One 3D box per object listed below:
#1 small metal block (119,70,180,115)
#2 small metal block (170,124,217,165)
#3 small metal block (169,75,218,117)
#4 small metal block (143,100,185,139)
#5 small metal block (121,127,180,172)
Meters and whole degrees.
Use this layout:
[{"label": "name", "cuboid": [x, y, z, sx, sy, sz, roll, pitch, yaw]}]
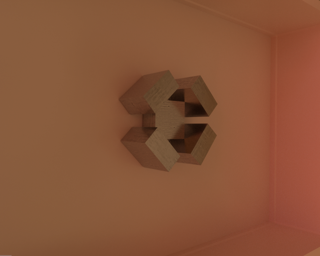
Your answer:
[{"label": "small metal block", "cuboid": [-0.013, -0.043, 0.376, 0.050, 0.050, 0.025, -49, 119, -28]}, {"label": "small metal block", "cuboid": [0.041, 0.021, 0.422, 0.025, 0.050, 0.050, 49, 60, -30]}, {"label": "small metal block", "cuboid": [0.042, -0.042, 0.422, 0.025, 0.050, 0.050, -53, 122, -28]}, {"label": "small metal block", "cuboid": [0.006, -0.011, 0.408, 0.050, 0.025, 0.050, 1, 90, -40]}, {"label": "small metal block", "cuboid": [-0.012, 0.025, 0.378, 0.025, 0.050, 0.050, -52, 120, -26]}]
